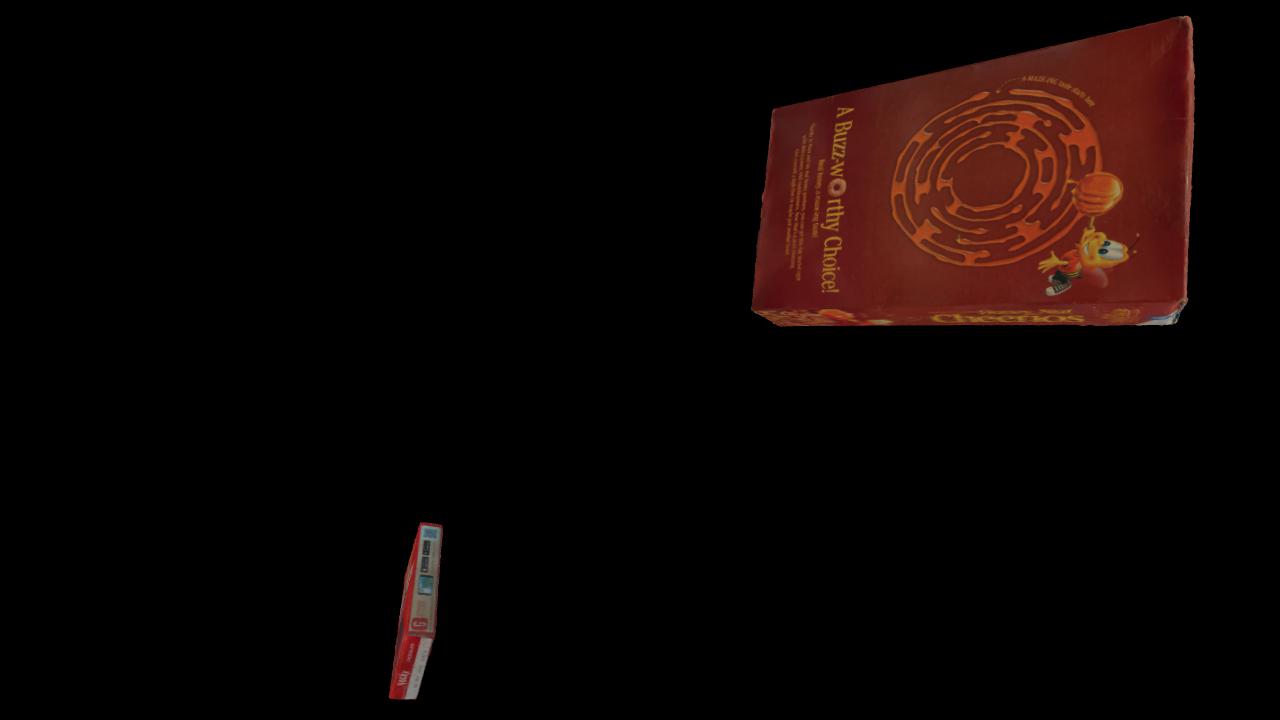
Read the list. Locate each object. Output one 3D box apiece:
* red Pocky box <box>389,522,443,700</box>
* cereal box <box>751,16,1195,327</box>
[{"bbox_3d":[-0.222,0.244,0.614,0.028,0.083,0.155,12,21,-20],"label":"red Pocky box"},{"bbox_3d":[0.254,-0.131,0.510,0.306,0.203,0.081,1,-9,35],"label":"cereal box"}]
